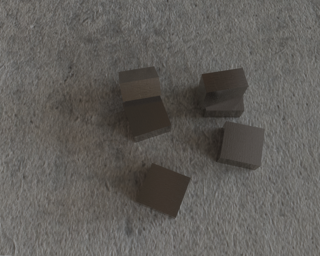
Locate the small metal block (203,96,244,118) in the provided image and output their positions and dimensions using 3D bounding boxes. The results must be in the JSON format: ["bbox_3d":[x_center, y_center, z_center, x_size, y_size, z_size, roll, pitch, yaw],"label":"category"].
[{"bbox_3d":[0.085,-0.042,0.425,0.050,0.025,0.050,0,70,-1],"label":"small metal block"}]

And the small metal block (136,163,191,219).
[{"bbox_3d":[0.004,0.077,0.380,0.050,0.025,0.050,21,71,7],"label":"small metal block"}]

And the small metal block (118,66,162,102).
[{"bbox_3d":[-0.028,-0.060,0.415,0.050,0.025,0.050,-10,28,-4],"label":"small metal block"}]

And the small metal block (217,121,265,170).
[{"bbox_3d":[0.104,0.023,0.401,0.050,0.025,0.050,12,70,4],"label":"small metal block"}]

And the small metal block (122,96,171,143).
[{"bbox_3d":[-0.017,-0.014,0.413,0.050,0.025,0.050,-18,71,-7],"label":"small metal block"}]

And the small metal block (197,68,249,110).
[{"bbox_3d":[0.076,-0.048,0.387,0.050,0.050,0.025,-10,70,-4],"label":"small metal block"}]
